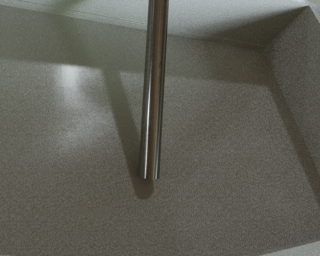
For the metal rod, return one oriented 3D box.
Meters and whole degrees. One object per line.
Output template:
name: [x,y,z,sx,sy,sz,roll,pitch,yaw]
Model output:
metal rod: [-0.005,-0.090,0.378,0.025,0.025,0.299,5,85,-26]
